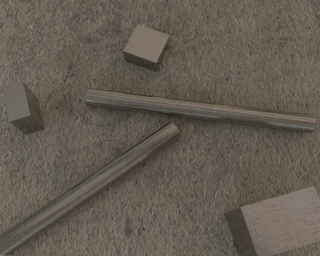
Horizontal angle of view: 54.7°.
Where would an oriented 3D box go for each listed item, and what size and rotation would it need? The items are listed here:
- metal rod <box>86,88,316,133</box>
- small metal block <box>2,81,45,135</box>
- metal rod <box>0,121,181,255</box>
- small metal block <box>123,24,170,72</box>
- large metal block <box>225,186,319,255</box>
[{"bbox_3d":[0.052,-0.024,0.417,0.302,0.025,0.025,7,70,2],"label":"metal rod"},{"bbox_3d":[-0.176,-0.025,0.402,0.025,0.050,0.050,-18,71,-7],"label":"small metal block"},{"bbox_3d":[-0.102,0.084,0.376,0.301,0.025,0.025,-34,74,-12],"label":"metal rod"},{"bbox_3d":[-0.019,-0.116,0.450,0.050,0.025,0.050,21,71,7],"label":"small metal block"},{"bbox_3d":[0.125,0.105,0.342,0.081,0.080,0.050,-14,71,-5],"label":"large metal block"}]
